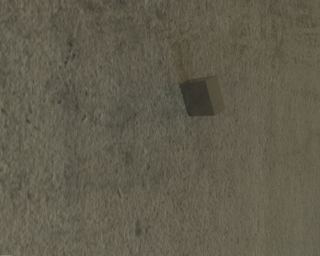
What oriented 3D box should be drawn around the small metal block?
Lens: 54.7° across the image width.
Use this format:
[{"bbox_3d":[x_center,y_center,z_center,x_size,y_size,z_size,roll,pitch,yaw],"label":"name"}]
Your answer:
[{"bbox_3d":[0.060,-0.045,0.441,0.025,0.050,0.050,-29,108,-37],"label":"small metal block"}]
